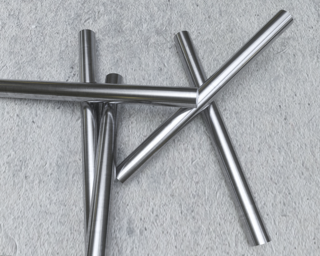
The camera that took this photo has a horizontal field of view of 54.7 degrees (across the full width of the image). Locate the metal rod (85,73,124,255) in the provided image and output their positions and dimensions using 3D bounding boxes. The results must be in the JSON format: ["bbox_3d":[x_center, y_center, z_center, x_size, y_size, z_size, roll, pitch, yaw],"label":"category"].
[{"bbox_3d":[-0.065,0.063,0.362,0.025,0.025,0.299,1,62,0],"label":"metal rod"}]

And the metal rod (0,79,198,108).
[{"bbox_3d":[-0.103,-0.046,0.397,0.301,0.025,0.025,4,70,12],"label":"metal rod"}]

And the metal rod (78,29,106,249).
[{"bbox_3d":[-0.091,0.002,0.406,0.025,0.025,0.299,-6,70,-2],"label":"metal rod"}]

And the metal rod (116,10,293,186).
[{"bbox_3d":[0.057,-0.041,0.396,0.300,0.025,0.025,-44,76,-4],"label":"metal rod"}]

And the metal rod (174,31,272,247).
[{"bbox_3d":[0.075,-0.001,0.408,0.025,0.025,0.299,-16,71,-6],"label":"metal rod"}]
